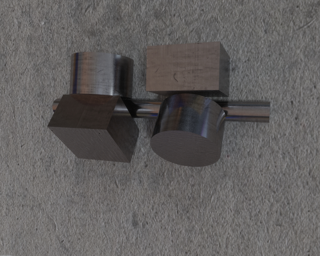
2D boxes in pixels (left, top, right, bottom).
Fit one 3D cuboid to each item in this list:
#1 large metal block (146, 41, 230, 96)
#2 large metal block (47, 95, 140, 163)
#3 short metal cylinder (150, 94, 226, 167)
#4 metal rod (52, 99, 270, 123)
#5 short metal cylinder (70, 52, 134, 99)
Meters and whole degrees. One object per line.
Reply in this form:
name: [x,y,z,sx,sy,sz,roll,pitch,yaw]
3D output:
large metal block: [0.037,-0.065,0.367,0.080,0.080,0.050,2,91,20]
large metal block: [-0.082,0.002,0.403,0.080,0.080,0.050,3,57,19]
short metal cylinder: [0.033,0.005,0.363,0.080,0.080,0.050,2,56,20]
metal rod: [-0.012,-0.025,0.416,0.301,0.025,0.025,3,91,19]
short metal cylinder: [-0.076,-0.066,0.407,0.080,0.080,0.050,4,92,20]
